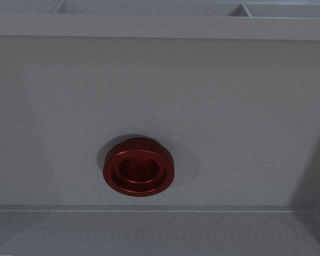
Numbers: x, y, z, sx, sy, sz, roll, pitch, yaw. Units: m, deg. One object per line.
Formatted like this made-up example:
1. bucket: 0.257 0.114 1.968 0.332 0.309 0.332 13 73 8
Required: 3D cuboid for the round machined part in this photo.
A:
1. round machined part: -0.029 0.052 0.442 0.099 0.042 0.097 -1 130 0
